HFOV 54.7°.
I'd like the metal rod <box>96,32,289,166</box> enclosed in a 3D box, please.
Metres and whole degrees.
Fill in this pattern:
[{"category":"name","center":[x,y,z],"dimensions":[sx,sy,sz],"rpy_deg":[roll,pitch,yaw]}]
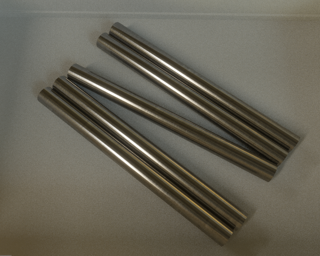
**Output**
[{"category":"metal rod","center":[0.036,-0.045,0.425],"dimensions":[0.300,0.025,0.025],"rpy_deg":[35,74,12]}]

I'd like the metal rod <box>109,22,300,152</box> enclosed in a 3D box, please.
[{"category":"metal rod","center":[0.053,-0.062,0.431],"dimensions":[0.300,0.025,0.025],"rpy_deg":[35,74,12]}]

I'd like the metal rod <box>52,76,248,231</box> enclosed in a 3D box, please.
[{"category":"metal rod","center":[-0.021,0.025,0.399],"dimensions":[0.300,0.025,0.025],"rpy_deg":[36,74,12]}]

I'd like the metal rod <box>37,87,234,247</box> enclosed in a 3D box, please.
[{"category":"metal rod","center":[-0.039,0.041,0.393],"dimensions":[0.300,0.025,0.025],"rpy_deg":[36,74,12]}]

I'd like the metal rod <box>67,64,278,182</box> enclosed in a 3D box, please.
[{"category":"metal rod","center":[0.009,-0.011,0.412],"dimensions":[0.301,0.025,0.025],"rpy_deg":[27,72,9]}]
